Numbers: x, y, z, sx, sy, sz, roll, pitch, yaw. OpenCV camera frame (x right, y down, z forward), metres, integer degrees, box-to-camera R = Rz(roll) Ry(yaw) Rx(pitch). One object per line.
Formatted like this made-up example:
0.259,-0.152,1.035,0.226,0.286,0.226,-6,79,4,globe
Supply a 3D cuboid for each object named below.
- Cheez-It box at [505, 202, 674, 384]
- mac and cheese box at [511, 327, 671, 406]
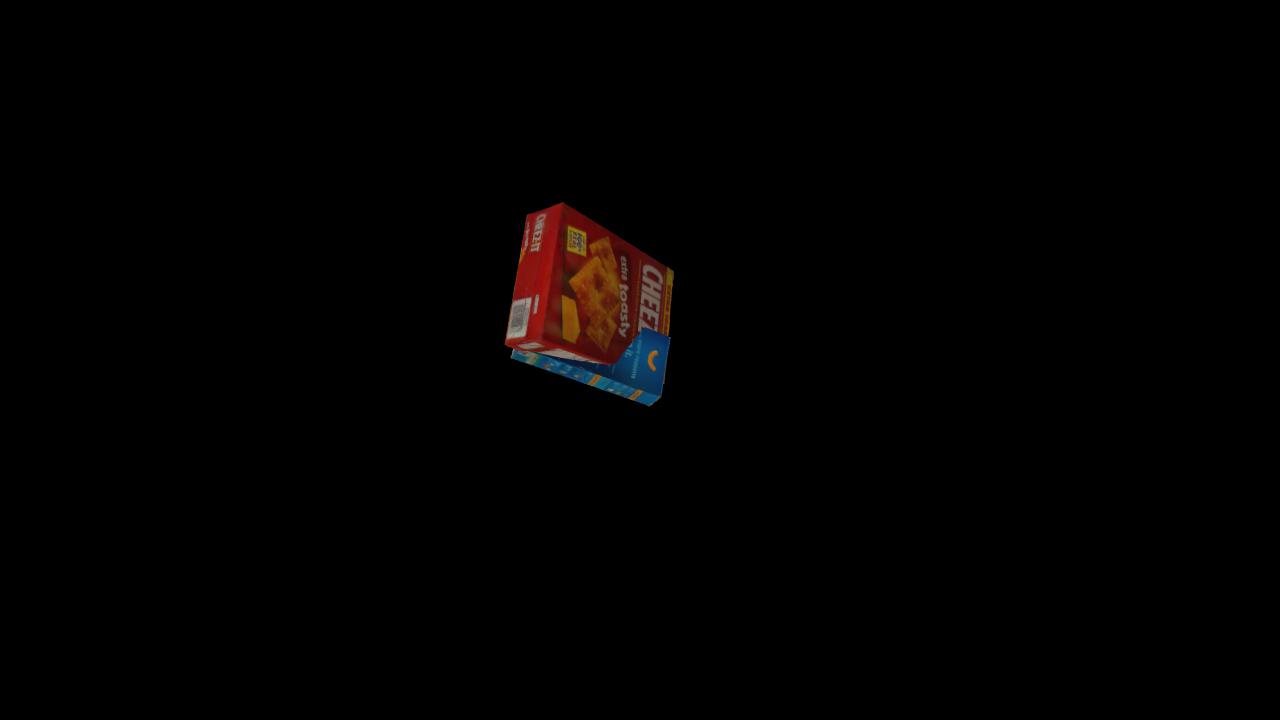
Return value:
-0.051,-0.069,0.767,0.071,0.166,0.223,-5,-18,39,Cheez-It box
-0.056,-0.016,0.755,0.184,0.093,0.041,21,-34,-17,mac and cheese box
